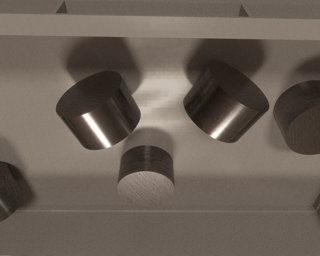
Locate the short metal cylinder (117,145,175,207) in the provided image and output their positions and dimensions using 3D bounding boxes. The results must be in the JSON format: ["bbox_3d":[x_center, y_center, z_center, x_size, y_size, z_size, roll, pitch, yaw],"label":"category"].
[{"bbox_3d":[-0.020,0.071,0.453,0.081,0.050,0.079,0,130,0],"label":"short metal cylinder"}]

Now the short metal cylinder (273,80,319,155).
[{"bbox_3d":[0.189,-0.012,0.385,0.081,0.050,0.079,0,130,0],"label":"short metal cylinder"}]

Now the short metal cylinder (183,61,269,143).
[{"bbox_3d":[0.074,-0.030,0.349,0.080,0.080,0.050,23,126,-19],"label":"short metal cylinder"}]

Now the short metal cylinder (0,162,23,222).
[{"bbox_3d":[-0.250,0.094,0.450,0.080,0.080,0.050,-5,130,4],"label":"short metal cylinder"}]

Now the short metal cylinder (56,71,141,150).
[{"bbox_3d":[-0.069,-0.021,0.354,0.080,0.080,0.050,-17,128,13],"label":"short metal cylinder"}]
